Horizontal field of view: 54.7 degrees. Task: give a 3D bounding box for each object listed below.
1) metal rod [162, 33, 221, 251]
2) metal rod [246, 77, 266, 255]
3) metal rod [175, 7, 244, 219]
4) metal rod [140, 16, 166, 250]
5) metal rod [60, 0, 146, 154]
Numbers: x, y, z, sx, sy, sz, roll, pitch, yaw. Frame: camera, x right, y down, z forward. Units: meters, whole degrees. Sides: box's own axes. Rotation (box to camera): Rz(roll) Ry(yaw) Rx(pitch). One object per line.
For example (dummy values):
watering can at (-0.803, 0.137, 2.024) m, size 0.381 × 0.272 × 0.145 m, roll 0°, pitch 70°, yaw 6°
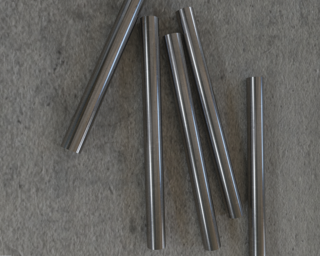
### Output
metal rod at (0.045, 0.022, 0.426) m, size 0.025 × 0.025 × 0.298 m, roll -13°, pitch 95°, yaw -20°
metal rod at (0.144, 0.074, 0.464) m, size 0.025 × 0.025 × 0.298 m, roll -1°, pitch 91°, yaw -20°
metal rod at (0.071, -0.017, 0.436) m, size 0.025 × 0.025 × 0.298 m, roll -17°, pitch 96°, yaw -20°
metal rod at (-0.009, 0.007, 0.406) m, size 0.025 × 0.025 × 0.298 m, roll -2°, pitch 91°, yaw -20°
metal rod at (-0.053, -0.112, 0.390) m, size 0.025 × 0.025 × 0.299 m, roll 24°, pitch 82°, yaw -19°
